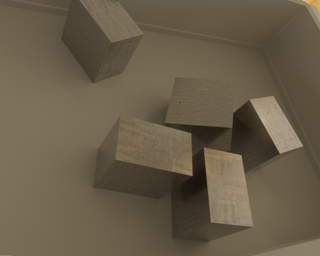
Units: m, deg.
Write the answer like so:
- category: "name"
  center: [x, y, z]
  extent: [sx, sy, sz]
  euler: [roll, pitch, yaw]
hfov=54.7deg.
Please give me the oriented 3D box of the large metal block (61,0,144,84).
- category: "large metal block"
  center: [-0.078, -0.119, 0.402]
  extent: [0.050, 0.080, 0.080]
  euler: [-29, 78, -38]

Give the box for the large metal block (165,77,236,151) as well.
- category: "large metal block"
  center: [0.056, -0.020, 0.411]
  extent: [0.080, 0.050, 0.080]
  euler: [4, 53, 12]

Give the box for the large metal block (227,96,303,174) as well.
- category: "large metal block"
  center: [0.137, 0.012, 0.439]
  extent: [0.050, 0.080, 0.080]
  euler: [-11, 67, -33]

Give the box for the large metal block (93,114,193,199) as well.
- category: "large metal block"
  center: [-0.020, 0.036, 0.339]
  extent: [0.081, 0.080, 0.050]
  euler: [15, 56, -20]

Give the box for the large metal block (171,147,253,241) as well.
- category: "large metal block"
  center: [0.054, 0.079, 0.353]
  extent: [0.050, 0.080, 0.080]
  euler: [13, 56, -22]
